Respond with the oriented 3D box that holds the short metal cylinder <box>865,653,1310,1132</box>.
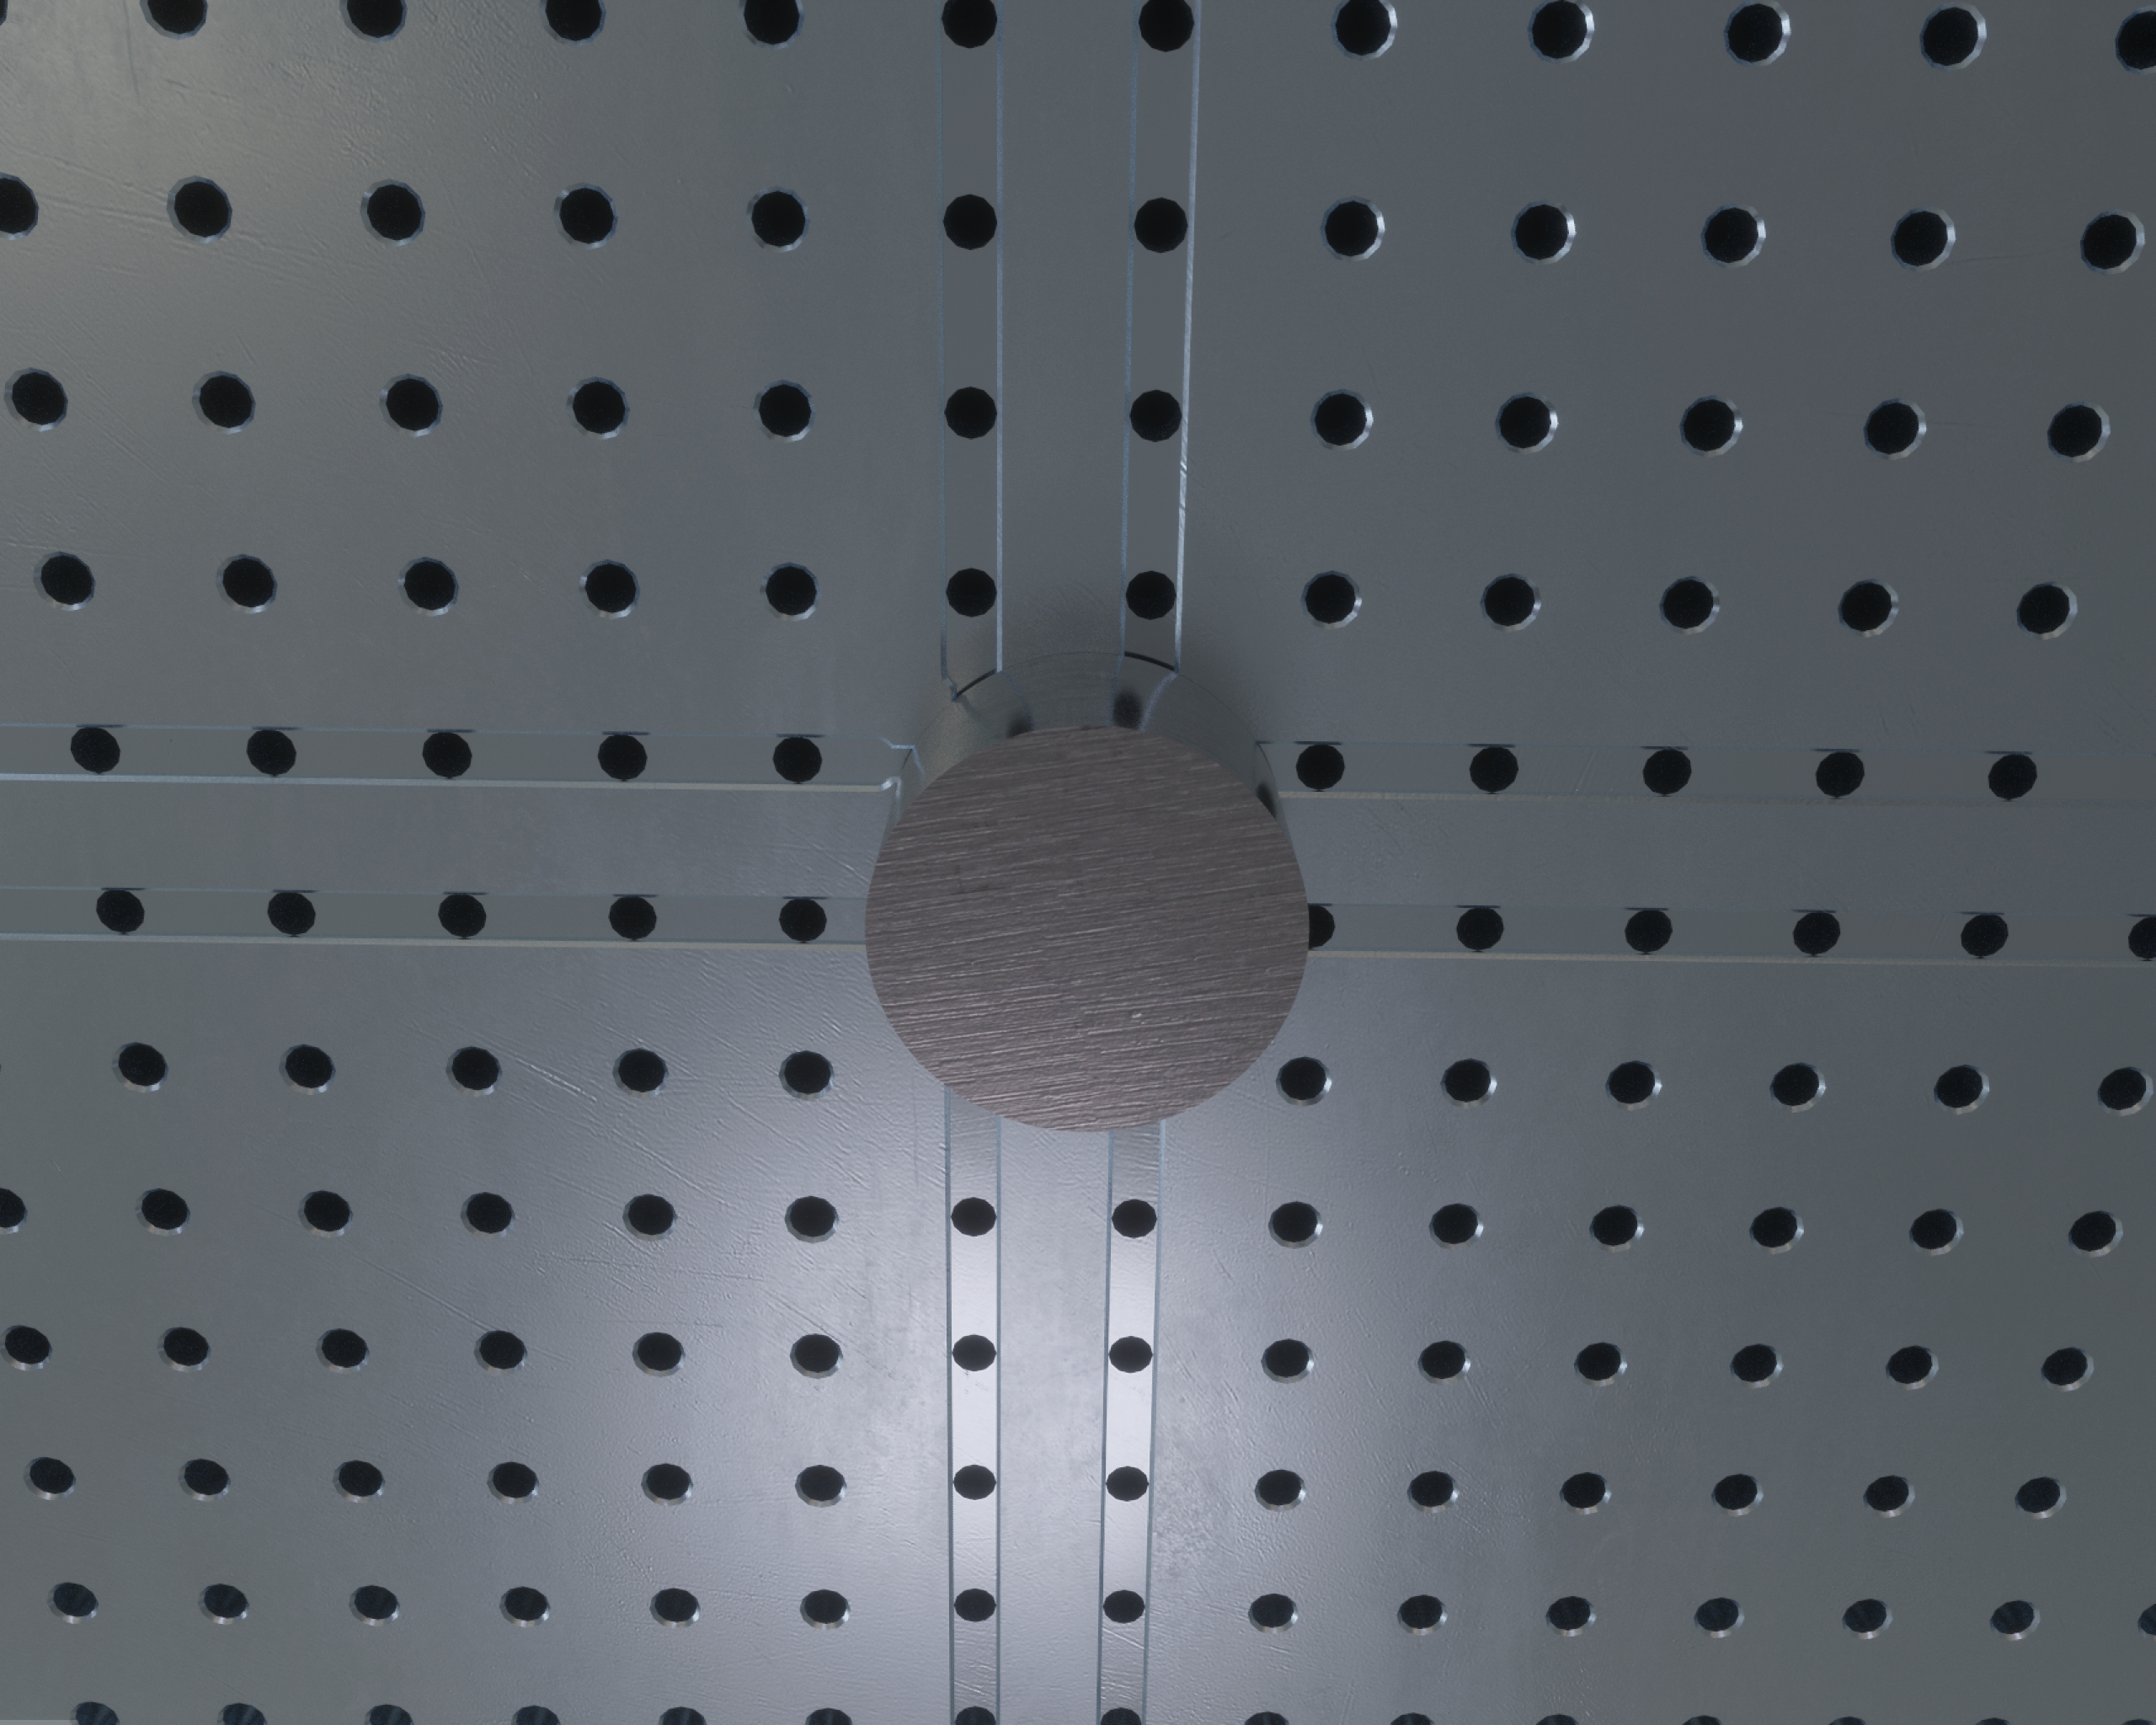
[{"bbox_3d":[0.002,0.005,0.402,0.080,0.050,0.079,0,110,0],"label":"short metal cylinder"}]
